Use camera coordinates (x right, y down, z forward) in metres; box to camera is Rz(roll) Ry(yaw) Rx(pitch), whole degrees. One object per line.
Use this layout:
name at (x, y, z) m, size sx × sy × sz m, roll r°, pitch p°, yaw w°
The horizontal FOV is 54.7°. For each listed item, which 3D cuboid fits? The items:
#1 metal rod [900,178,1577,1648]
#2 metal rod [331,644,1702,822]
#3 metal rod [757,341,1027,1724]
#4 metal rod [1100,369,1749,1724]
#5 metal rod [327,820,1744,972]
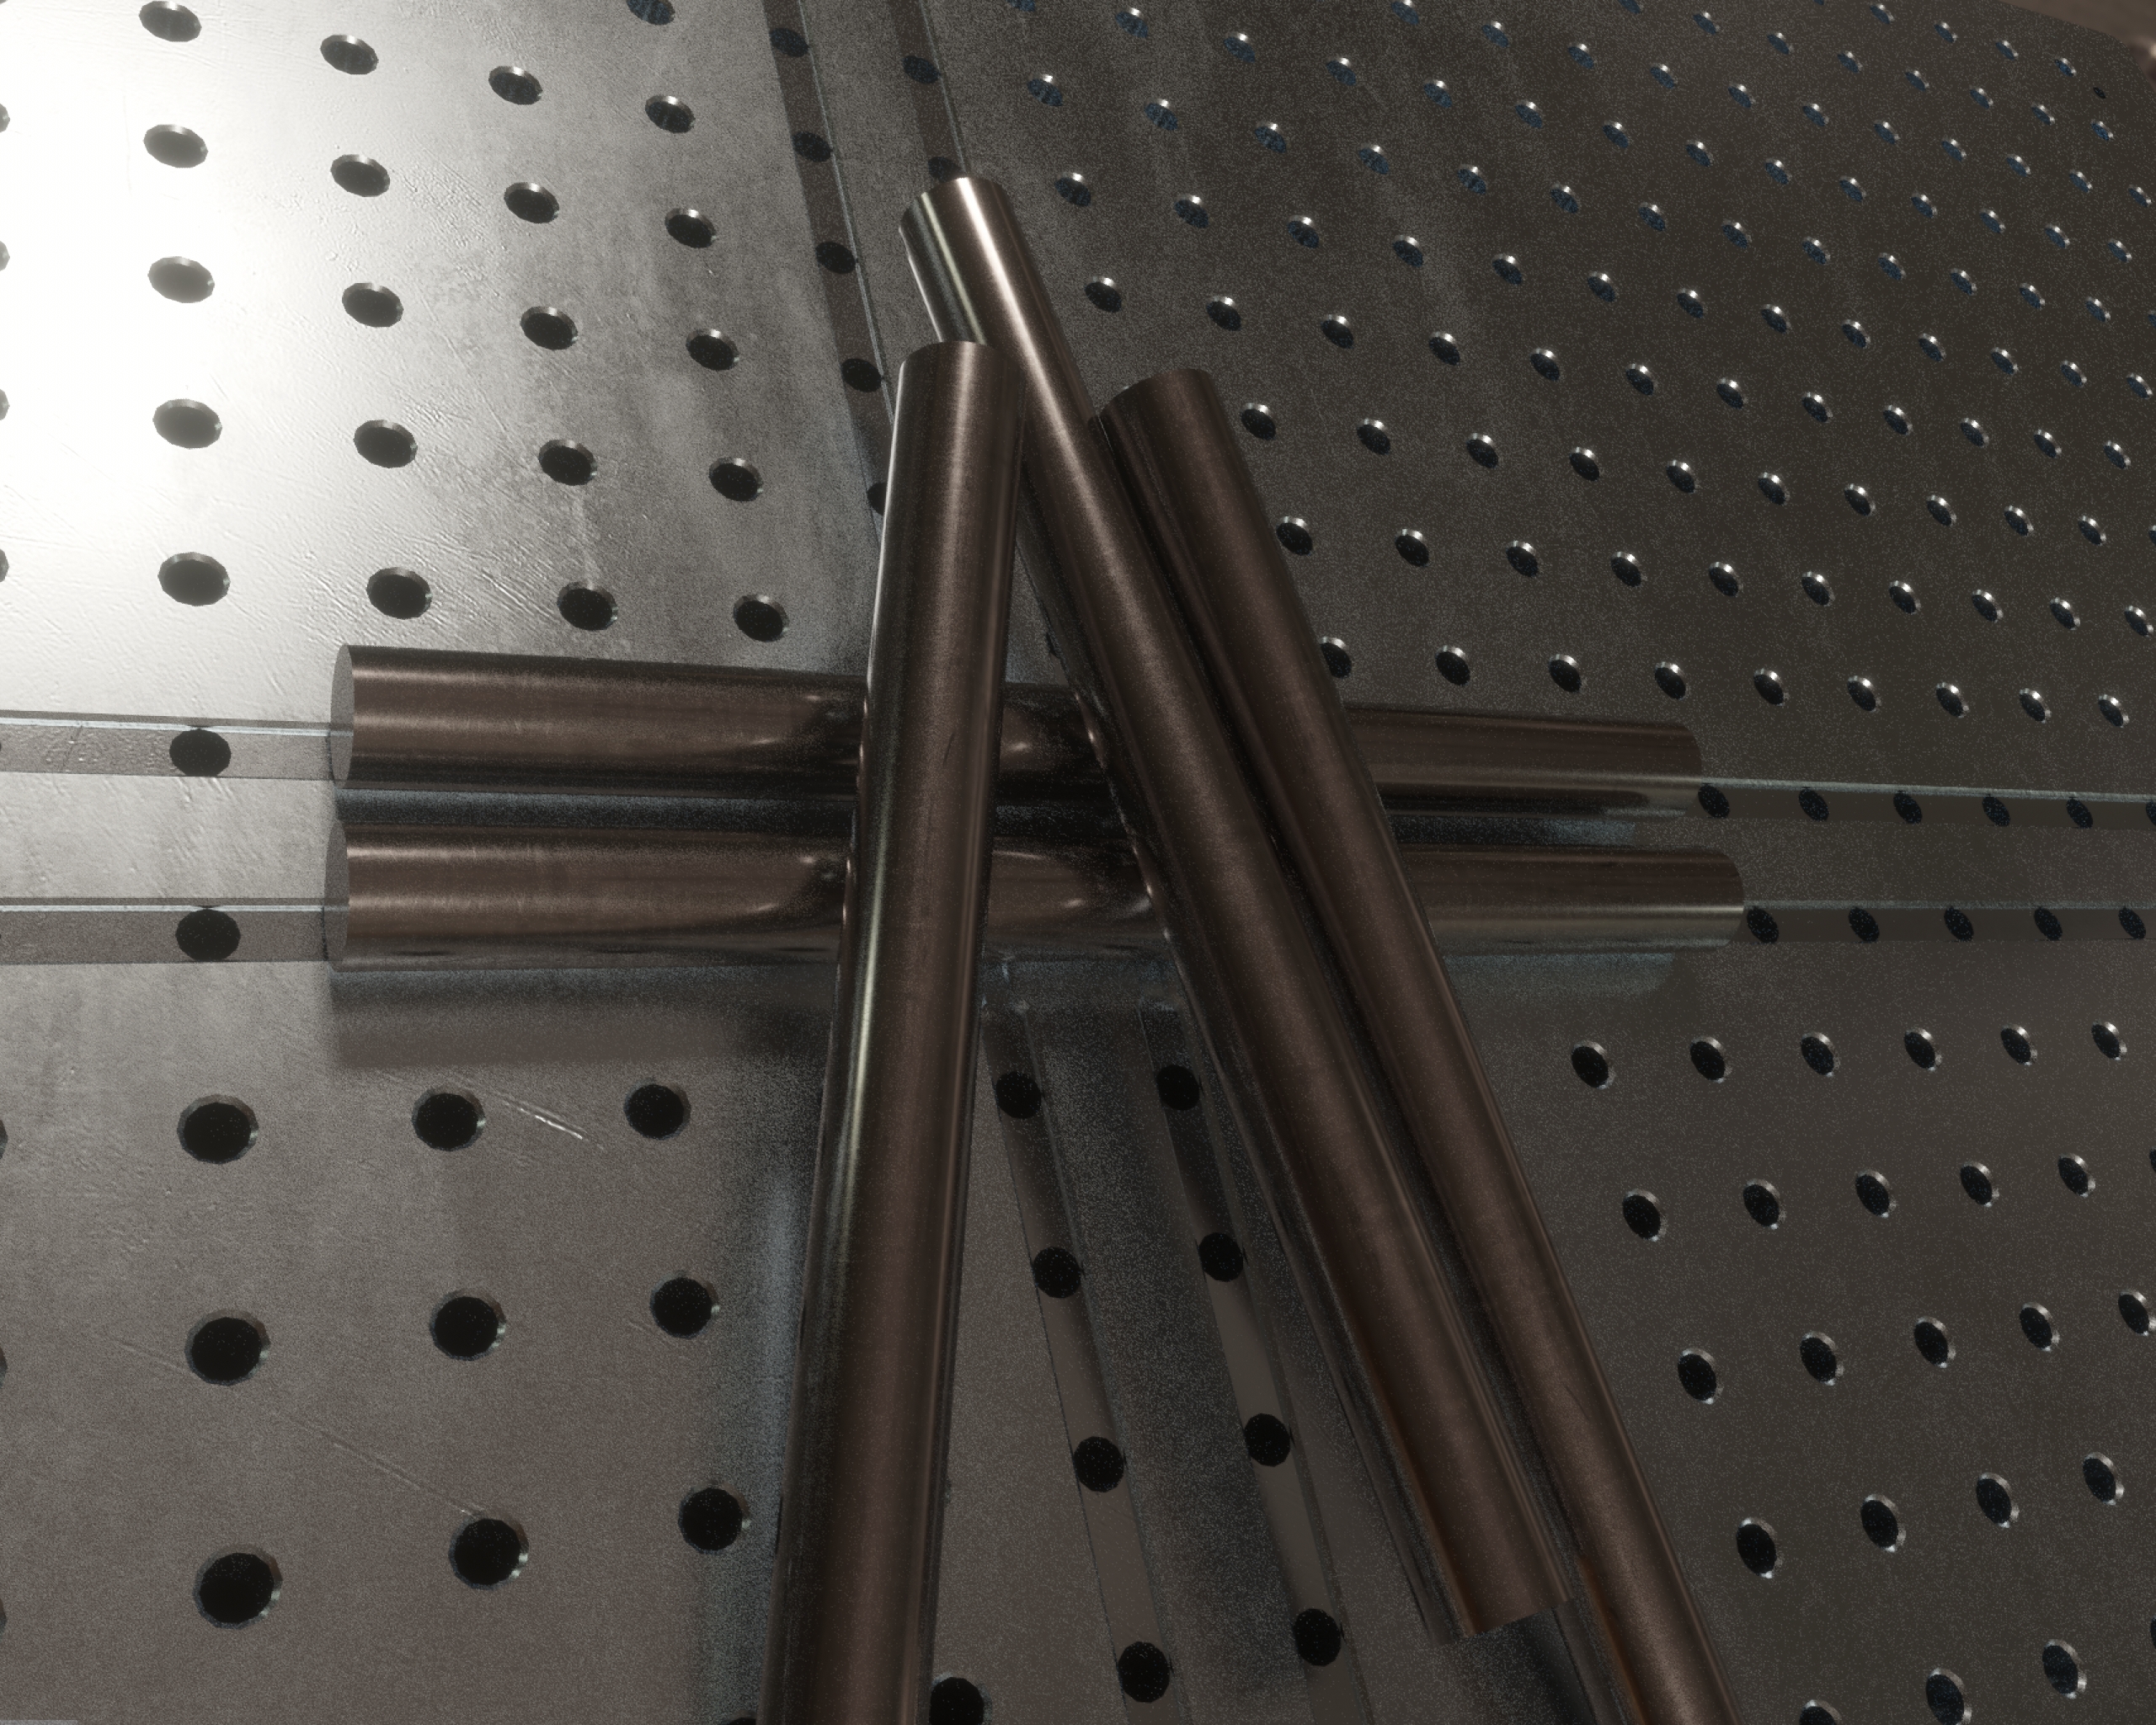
metal rod at (0.022, -0.007, 0.394) m, size 0.025 × 0.025 × 0.299 m, roll -6°, pitch 65°, yaw -31°
metal rod at (0.007, -0.023, 0.428) m, size 0.303 × 0.025 × 0.025 m, roll 1°, pitch 62°, yaw -28°
metal rod at (-0.030, 0.041, 0.344) m, size 0.025 × 0.025 × 0.299 m, roll 14°, pitch 63°, yaw -21°
metal rod at (0.065, 0.042, 0.395) m, size 0.025 × 0.025 × 0.299 m, roll -11°, pitch 75°, yaw -33°
metal rod at (0.012, 0.007, 0.412) m, size 0.303 × 0.025 × 0.025 m, roll 1°, pitch 62°, yaw -28°
